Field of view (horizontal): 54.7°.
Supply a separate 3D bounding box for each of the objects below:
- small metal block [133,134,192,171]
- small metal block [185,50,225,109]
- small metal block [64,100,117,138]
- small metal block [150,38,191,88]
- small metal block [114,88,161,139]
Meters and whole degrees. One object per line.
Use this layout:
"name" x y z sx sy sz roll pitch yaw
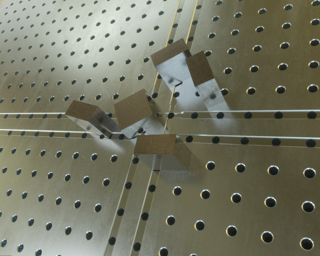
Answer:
"small metal block" 0.004 0.030 0.370 0.050 0.050 0.025 -2 61 27
"small metal block" 0.058 -0.062 0.399 0.025 0.050 0.050 -23 53 14
"small metal block" -0.100 -0.013 0.451 0.050 0.050 0.025 15 70 34
"small metal block" 0.022 -0.090 0.434 0.050 0.050 0.025 -26 53 11
"small metal block" -0.033 -0.020 0.437 0.050 0.025 0.050 -27 53 10
